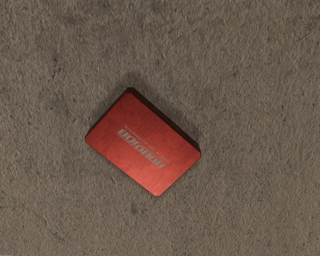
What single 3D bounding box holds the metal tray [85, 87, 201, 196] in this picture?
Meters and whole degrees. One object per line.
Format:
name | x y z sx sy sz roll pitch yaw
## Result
metal tray | -0.021 0.020 0.414 0.130 0.030 0.090 41 105 -14
